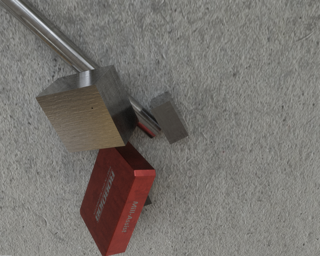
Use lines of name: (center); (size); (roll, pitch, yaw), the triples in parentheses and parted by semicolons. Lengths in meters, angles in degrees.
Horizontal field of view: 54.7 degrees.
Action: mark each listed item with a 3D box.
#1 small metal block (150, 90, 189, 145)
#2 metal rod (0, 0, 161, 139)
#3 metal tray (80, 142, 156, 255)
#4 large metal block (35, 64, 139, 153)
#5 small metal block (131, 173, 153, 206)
small metal block: (0.012, -0.014, 0.391); (0.025, 0.050, 0.050); (-27, 108, 9)
metal rod: (-0.112, -0.093, 0.373); (0.300, 0.025, 0.025); (42, 104, -15)
metal tray: (-0.060, 0.087, 0.405); (0.030, 0.090, 0.129); (5, 114, -39)
large metal block: (-0.083, -0.021, 0.368); (0.080, 0.050, 0.080); (-8, 122, 23)
small metal block: (-0.031, 0.073, 0.423); (0.025, 0.050, 0.050); (-20, 109, 7)
